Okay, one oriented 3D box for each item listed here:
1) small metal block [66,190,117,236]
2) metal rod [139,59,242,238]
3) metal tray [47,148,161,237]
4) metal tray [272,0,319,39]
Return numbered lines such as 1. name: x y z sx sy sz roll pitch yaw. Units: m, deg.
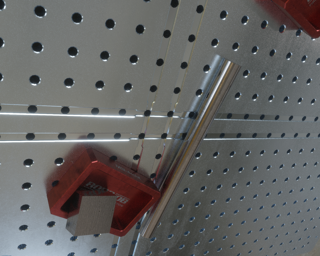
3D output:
1. small metal block: -0.088 0.108 0.398 0.050 0.025 0.050 11 91 -41
2. metal rod: 0.037 0.042 0.456 0.025 0.025 0.298 12 112 -34
3. metal tray: -0.073 0.093 0.425 0.090 0.030 0.130 -49 129 6
4. metal tray: 0.218 -0.189 0.390 0.091 0.030 0.129 22 120 -37
